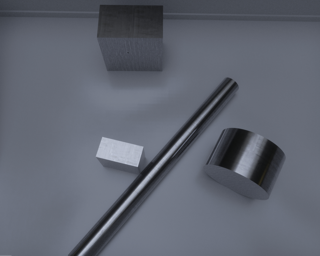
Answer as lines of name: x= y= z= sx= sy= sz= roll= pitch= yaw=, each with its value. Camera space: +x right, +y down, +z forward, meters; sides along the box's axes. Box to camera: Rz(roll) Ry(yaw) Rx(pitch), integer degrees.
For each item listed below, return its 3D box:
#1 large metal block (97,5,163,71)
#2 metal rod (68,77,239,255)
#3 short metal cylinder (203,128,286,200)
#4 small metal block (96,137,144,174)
large metal block: x=-0.037 y=-0.120 z=0.424 sx=0.081 sy=0.080 sz=0.050 roll=0 pitch=70 yaw=0
metal rod: x=0.002 y=0.046 z=0.392 sx=0.025 sy=0.025 sz=0.301 roll=39 pitch=74 yaw=12
short metal cylinder: x=0.099 y=0.043 z=0.366 sx=0.080 sy=0.080 sz=0.050 roll=28 pitch=72 yaw=9
small metal block: x=-0.047 y=0.036 z=0.383 sx=0.050 sy=0.050 sz=0.025 roll=13 pitch=71 yaw=4
